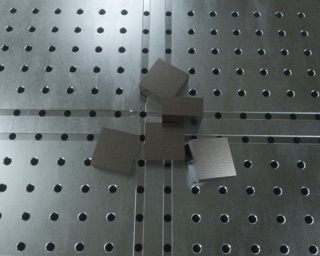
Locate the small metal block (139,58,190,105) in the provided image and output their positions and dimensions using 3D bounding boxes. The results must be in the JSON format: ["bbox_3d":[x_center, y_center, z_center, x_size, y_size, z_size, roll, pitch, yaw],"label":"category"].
[{"bbox_3d":[0.006,-0.062,0.435,0.050,0.025,0.050,31,73,10],"label":"small metal block"}]

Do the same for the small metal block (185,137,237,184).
[{"bbox_3d":[0.062,0.040,0.390,0.050,0.025,0.050,-2,69,-22],"label":"small metal block"}]

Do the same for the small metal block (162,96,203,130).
[{"bbox_3d":[0.028,-0.019,0.406,0.050,0.050,0.025,3,70,1],"label":"small metal block"}]

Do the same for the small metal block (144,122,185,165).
[{"bbox_3d":[0.006,0.021,0.404,0.050,0.025,0.050,0,70,0],"label":"small metal block"}]

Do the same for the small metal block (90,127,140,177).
[{"bbox_3d":[-0.056,0.031,0.400,0.050,0.025,0.050,13,70,4],"label":"small metal block"}]
